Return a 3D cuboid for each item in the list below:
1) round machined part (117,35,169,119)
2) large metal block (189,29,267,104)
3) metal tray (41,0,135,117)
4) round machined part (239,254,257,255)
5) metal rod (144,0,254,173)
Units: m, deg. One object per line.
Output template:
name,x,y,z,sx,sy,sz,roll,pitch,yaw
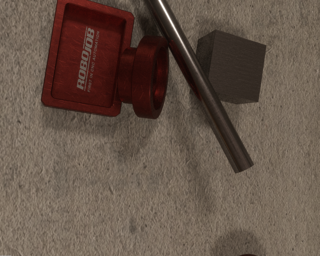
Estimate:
round machined part,-0.020,-0.061,0.372,0.042,0.098,0.097,8,87,11
large metal block,0.094,-0.081,0.432,0.081,0.050,0.080,10,87,-20
metal tray,-0.086,-0.083,0.374,0.091,0.030,0.129,9,87,-20
round machined part,0.121,0.231,0.447,0.099,0.042,0.097,0,90,-21
metal rod,0.034,-0.084,0.384,0.025,0.025,0.299,-25,85,-19
